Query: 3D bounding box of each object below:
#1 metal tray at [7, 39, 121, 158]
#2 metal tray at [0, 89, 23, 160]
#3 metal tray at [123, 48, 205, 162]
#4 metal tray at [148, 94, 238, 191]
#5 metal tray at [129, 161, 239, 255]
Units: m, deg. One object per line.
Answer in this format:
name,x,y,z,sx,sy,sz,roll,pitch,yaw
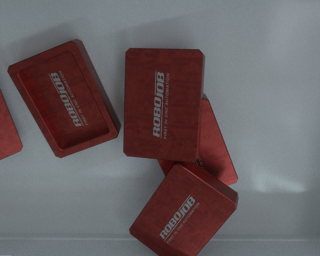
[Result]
metal tray,-0.116,-0.035,0.393,0.090,0.030,0.129,-20,109,7
metal tray,-0.234,-0.015,0.370,0.091,0.030,0.129,-29,116,-38
metal tray,0.005,-0.028,0.374,0.090,0.030,0.129,4,99,12
metal tray,0.042,0.028,0.420,0.090,0.030,0.129,-21,109,7
metal tray,0.029,0.113,0.406,0.090,0.030,0.129,35,112,7
